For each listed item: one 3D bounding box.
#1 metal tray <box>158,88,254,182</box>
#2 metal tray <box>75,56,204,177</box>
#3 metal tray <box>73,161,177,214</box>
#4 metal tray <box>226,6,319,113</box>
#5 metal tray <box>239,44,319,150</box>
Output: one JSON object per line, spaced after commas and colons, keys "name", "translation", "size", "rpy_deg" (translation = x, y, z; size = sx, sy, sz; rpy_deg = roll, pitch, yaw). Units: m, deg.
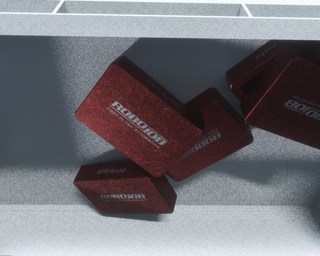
{"name": "metal tray", "translation": [0.046, 0.014, 0.419], "size": [0.130, 0.030, 0.090], "rpy_deg": [-33, 123, 24]}
{"name": "metal tray", "translation": [-0.023, -0.010, 0.371], "size": [0.130, 0.030, 0.090], "rpy_deg": [38, 118, -10]}
{"name": "metal tray", "translation": [-0.051, 0.091, 0.461], "size": [0.130, 0.030, 0.090], "rpy_deg": [-8, 132, 25]}
{"name": "metal tray", "translation": [0.154, -0.064, 0.353], "size": [0.130, 0.030, 0.090], "rpy_deg": [-36, 122, 26]}
{"name": "metal tray", "translation": [0.169, -0.027, 0.345], "size": [0.131, 0.030, 0.089], "rpy_deg": [18, 128, -15]}
